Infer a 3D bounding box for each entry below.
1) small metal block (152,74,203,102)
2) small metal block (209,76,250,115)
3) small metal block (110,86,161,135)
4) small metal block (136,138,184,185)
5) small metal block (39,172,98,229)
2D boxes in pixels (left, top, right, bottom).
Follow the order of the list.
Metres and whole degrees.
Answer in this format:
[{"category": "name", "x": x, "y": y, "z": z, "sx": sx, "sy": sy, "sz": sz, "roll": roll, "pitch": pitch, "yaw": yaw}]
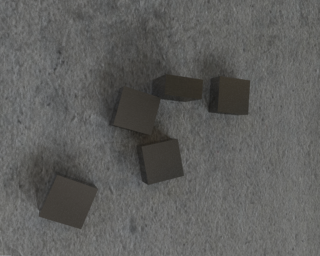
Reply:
[{"category": "small metal block", "x": 0.021, "y": -0.051, "z": 0.405, "sx": 0.050, "sy": 0.050, "sz": 0.025, "roll": 5, "pitch": 89, "yaw": -20}, {"category": "small metal block", "x": 0.100, "y": -0.046, "z": 0.448, "sx": 0.050, "sy": 0.025, "sz": 0.050, "roll": 4, "pitch": 89, "yaw": -20}, {"category": "small metal block", "x": -0.032, "y": -0.021, "z": 0.398, "sx": 0.050, "sy": 0.025, "sz": 0.050, "roll": 16, "pitch": 85, "yaw": -20}, {"category": "small metal block", "x": 0.000, "y": 0.043, "z": 0.410, "sx": 0.050, "sy": 0.025, "sz": 0.050, "roll": -11, "pitch": 94, "yaw": -20}, {"category": "small metal block", "x": -0.109, "y": 0.086, "z": 0.369, "sx": 0.050, "sy": 0.025, "sz": 0.050, "roll": 25, "pitch": 82, "yaw": -19}]
